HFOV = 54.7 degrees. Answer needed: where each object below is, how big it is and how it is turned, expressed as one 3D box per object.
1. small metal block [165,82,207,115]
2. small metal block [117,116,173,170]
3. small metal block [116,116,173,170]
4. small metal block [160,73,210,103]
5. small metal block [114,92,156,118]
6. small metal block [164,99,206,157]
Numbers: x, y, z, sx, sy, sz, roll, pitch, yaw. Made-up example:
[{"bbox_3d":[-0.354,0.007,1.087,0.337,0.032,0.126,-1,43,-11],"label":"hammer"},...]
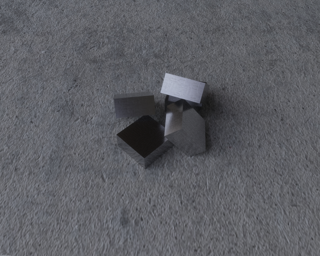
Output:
[{"bbox_3d":[0.037,-0.044,0.442,0.050,0.025,0.050,11,51,8],"label":"small metal block"},{"bbox_3d":[-0.018,0.016,0.391,0.050,0.025,0.050,38,59,27],"label":"small metal block"},{"bbox_3d":[-0.018,0.016,0.391,0.050,0.025,0.050,37,59,27],"label":"small metal block"},{"bbox_3d":[0.034,-0.050,0.397,0.050,0.025,0.050,17,9,13],"label":"small metal block"},{"bbox_3d":[-0.034,-0.032,0.415,0.050,0.025,0.050,-6,13,-6],"label":"small metal block"},{"bbox_3d":[0.032,0.000,0.386,0.025,0.050,0.050,-24,41,31],"label":"small metal block"}]
